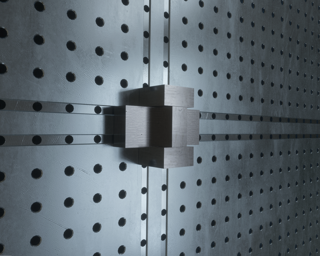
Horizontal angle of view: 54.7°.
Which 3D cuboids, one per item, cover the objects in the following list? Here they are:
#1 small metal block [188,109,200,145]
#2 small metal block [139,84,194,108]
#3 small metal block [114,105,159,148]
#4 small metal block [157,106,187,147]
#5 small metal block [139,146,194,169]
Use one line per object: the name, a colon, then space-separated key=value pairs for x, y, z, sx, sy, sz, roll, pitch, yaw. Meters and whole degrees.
small metal block: x=0.029 y=-0.001 z=0.435 sx=0.050 sy=0.025 sz=0.050 roll=1 pitch=89 yaw=-40
small metal block: x=0.008 y=-0.039 z=0.401 sx=0.050 sy=0.050 sz=0.025 roll=1 pitch=90 yaw=-40
small metal block: x=-0.029 y=-0.002 z=0.386 sx=0.050 sy=0.025 sz=0.050 roll=1 pitch=90 yaw=-40
small metal block: x=0.008 y=-0.002 z=0.401 sx=0.025 sy=0.050 sz=0.050 roll=1 pitch=90 yaw=-40
small metal block: x=0.008 y=0.036 z=0.401 sx=0.050 sy=0.050 sz=0.025 roll=1 pitch=90 yaw=-40
